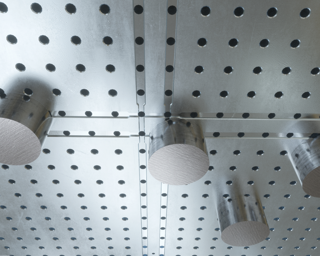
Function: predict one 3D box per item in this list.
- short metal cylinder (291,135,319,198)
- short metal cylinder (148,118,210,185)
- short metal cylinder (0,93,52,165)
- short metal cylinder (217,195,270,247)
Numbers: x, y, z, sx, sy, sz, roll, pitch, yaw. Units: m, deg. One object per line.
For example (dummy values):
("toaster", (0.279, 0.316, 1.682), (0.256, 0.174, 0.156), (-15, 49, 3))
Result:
("short metal cylinder", (0.238, 0.056, 0.447), (0.081, 0.050, 0.079), (0, 130, 0))
("short metal cylinder", (0.024, 0.034, 0.424), (0.081, 0.050, 0.079), (0, 130, 0))
("short metal cylinder", (-0.186, 0.002, 0.394), (0.081, 0.050, 0.079), (0, 130, 0))
("short metal cylinder", (0.142, 0.161, 0.535), (0.081, 0.050, 0.079), (0, 130, 0))
